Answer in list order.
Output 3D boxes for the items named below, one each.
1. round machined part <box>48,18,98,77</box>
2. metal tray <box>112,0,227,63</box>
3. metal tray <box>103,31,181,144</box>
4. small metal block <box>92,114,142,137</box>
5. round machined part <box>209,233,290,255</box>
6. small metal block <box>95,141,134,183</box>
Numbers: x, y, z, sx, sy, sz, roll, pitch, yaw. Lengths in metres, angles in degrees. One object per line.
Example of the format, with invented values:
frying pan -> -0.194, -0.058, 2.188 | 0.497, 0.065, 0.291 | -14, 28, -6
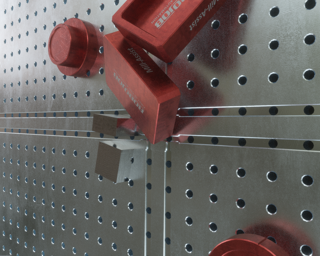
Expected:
round machined part -> -0.153, -0.138, 0.525 | 0.098, 0.042, 0.097 | 0, 90, 40
metal tray -> 0.018, -0.147, 0.354 | 0.130, 0.030, 0.090 | -49, 57, -3
metal tray -> -0.028, -0.053, 0.400 | 0.130, 0.030, 0.089 | 52, 154, 27
small metal block -> -0.060, -0.005, 0.443 | 0.050, 0.050, 0.025 | 11, 97, 39
round machined part -> 0.099, 0.157, 0.317 | 0.098, 0.042, 0.097 | 0, 90, 40
small metal block -> -0.069, 0.050, 0.467 | 0.050, 0.025, 0.050 | 16, 100, 39
